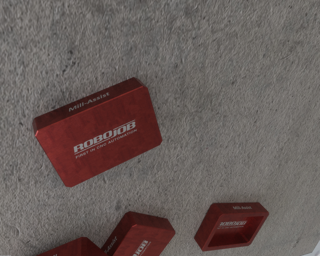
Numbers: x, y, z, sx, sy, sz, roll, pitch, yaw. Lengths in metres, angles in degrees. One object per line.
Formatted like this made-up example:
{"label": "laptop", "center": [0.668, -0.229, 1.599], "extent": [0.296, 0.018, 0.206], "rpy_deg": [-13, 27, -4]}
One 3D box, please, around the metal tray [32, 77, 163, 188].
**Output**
{"label": "metal tray", "center": [-0.069, 0.005, 0.369], "extent": [0.131, 0.030, 0.090], "rpy_deg": [-25, 128, -13]}

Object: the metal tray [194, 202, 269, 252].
{"label": "metal tray", "center": [0.139, 0.188, 0.595], "extent": [0.131, 0.030, 0.089], "rpy_deg": [8, 114, -32]}

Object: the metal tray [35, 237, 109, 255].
{"label": "metal tray", "center": [-0.138, 0.207, 0.433], "extent": [0.130, 0.030, 0.090], "rpy_deg": [-24, 129, 7]}

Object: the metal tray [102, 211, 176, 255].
{"label": "metal tray", "center": [-0.046, 0.200, 0.502], "extent": [0.090, 0.030, 0.129], "rpy_deg": [24, 105, -37]}
